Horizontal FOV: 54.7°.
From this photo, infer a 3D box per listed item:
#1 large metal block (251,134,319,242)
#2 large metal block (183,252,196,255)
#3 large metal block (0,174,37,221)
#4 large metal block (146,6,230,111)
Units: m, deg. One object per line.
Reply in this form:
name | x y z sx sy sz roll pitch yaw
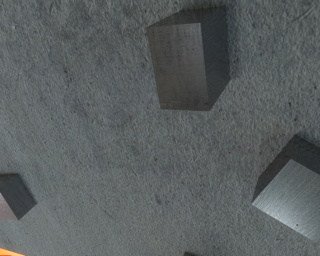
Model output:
large metal block | 0.163 0.067 0.347 0.080 0.050 0.079 30 128 8
large metal block | 0.071 0.266 0.518 0.080 0.050 0.079 11 123 22
large metal block | -0.322 0.144 0.650 0.080 0.050 0.080 -7 115 31
large metal block | 0.033 -0.071 0.310 0.050 0.080 0.079 4 120 26
